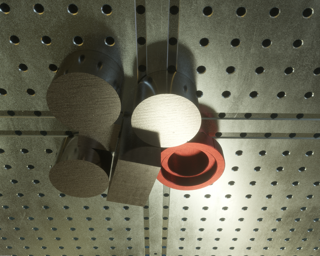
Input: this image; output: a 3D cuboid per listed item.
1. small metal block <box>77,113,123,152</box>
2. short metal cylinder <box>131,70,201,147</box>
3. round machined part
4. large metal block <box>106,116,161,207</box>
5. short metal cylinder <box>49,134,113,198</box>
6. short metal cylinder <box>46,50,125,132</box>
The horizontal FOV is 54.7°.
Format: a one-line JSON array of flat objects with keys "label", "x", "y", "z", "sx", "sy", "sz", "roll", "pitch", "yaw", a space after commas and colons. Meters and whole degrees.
[{"label": "small metal block", "x": -0.080, "y": 0.002, "z": 0.412, "sx": 0.050, "sy": 0.025, "sz": 0.050, "roll": 11, "pitch": 129, "yaw": -10}, {"label": "short metal cylinder", "x": 0.007, "y": -0.022, "z": 0.376, "sx": 0.081, "sy": 0.050, "sz": 0.079, "roll": 0, "pitch": 130, "yaw": 0}, {"label": "round machined part", "x": 0.039, "y": 0.041, "z": 0.435, "sx": 0.099, "sy": 0.042, "sz": 0.097, "roll": 0, "pitch": 130, "yaw": 0}, {"label": "large metal block", "x": -0.034, "y": 0.044, "z": 0.408, "sx": 0.050, "sy": 0.080, "sz": 0.079, "roll": 12, "pitch": 129, "yaw": -10}, {"label": "short metal cylinder", "x": -0.110, "y": 0.054, "z": 0.440, "sx": 0.081, "sy": 0.050, "sz": 0.079, "roll": 0, "pitch": 130, "yaw": 0}, {"label": "short metal cylinder", "x": -0.083, "y": -0.042, "z": 0.358, "sx": 0.081, "sy": 0.050, "sz": 0.079, "roll": 0, "pitch": 130, "yaw": 0}]
